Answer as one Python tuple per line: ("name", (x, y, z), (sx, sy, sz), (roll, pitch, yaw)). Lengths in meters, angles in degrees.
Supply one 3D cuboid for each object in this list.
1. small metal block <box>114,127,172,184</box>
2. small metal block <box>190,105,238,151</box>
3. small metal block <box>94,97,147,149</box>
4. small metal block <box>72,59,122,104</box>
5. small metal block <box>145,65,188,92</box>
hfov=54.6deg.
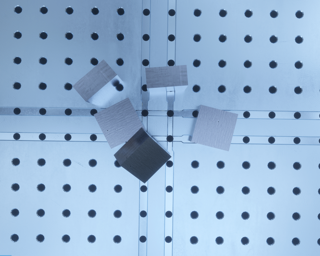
("small metal block", (-0.022, 0.036, 0.400), (0.050, 0.025, 0.050), (-45, 128, 0))
("small metal block", (0.071, 0.000, 0.414), (0.050, 0.025, 0.050), (14, 90, 0))
("small metal block", (-0.052, -0.006, 0.413), (0.050, 0.025, 0.050), (-27, 90, 0))
("small metal block", (-0.079, -0.058, 0.400), (0.050, 0.050, 0.025), (-41, 90, 0))
("small metal block", (0.008, -0.062, 0.401), (0.050, 0.050, 0.025), (-4, 90, 0))
